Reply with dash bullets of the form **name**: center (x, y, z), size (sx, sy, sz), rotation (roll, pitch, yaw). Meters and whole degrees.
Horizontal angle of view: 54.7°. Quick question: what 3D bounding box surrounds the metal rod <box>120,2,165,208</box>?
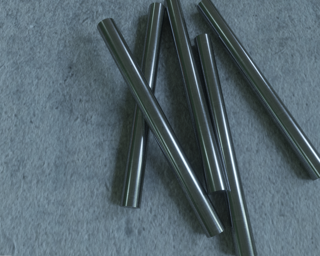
- **metal rod**: center (-0.020, -0.044, 0.423), size (0.025, 0.025, 0.299), rotation (6, 70, 2)

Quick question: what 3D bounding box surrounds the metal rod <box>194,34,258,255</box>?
- **metal rod**: center (0.081, 0.008, 0.406), size (0.025, 0.025, 0.299), rotation (-7, 70, -3)

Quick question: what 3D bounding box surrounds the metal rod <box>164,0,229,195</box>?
- **metal rod**: center (0.044, -0.060, 0.422), size (0.025, 0.025, 0.299), rotation (-9, 67, -4)

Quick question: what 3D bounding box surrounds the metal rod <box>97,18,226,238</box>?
- **metal rod**: center (-0.003, -0.007, 0.388), size (0.025, 0.025, 0.299), rotation (-26, 81, -9)

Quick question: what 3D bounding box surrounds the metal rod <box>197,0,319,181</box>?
- **metal rod**: center (0.135, -0.065, 0.433), size (0.025, 0.025, 0.299), rotation (-25, 72, -9)
